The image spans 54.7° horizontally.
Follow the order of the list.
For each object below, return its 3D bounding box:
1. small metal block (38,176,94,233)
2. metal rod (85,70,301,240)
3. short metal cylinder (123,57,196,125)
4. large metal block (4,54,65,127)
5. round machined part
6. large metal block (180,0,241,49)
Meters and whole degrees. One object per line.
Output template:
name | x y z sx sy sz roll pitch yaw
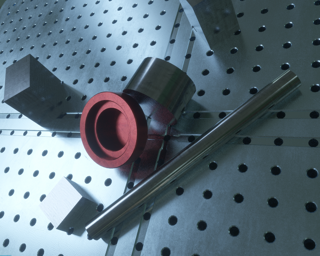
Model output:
small metal block | -0.125 0.101 0.412 0.050 0.025 0.050 32 80 38
metal rod | 0.037 0.033 0.368 0.300 0.025 0.025 -38 51 2
short metal cylinder | -0.001 -0.046 0.402 0.080 0.080 0.050 20 73 35
large metal block | -0.209 -0.063 0.521 0.050 0.080 0.080 -27 53 12
round machined part | -0.055 0.001 0.407 0.098 0.042 0.097 3 96 33
large metal block | 0.066 -0.176 0.447 0.050 0.080 0.080 -31 52 8
